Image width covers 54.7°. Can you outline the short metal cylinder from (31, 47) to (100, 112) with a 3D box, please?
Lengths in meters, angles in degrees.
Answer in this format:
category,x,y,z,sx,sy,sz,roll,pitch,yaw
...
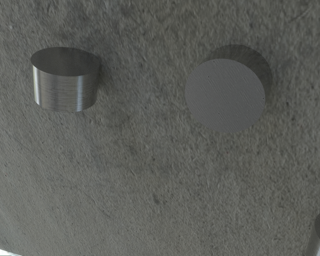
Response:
category,x,y,z,sx,sy,sz,roll,pitch,yaw
short metal cylinder,-0.119,-0.063,0.393,0.080,0.080,0.050,23,127,14

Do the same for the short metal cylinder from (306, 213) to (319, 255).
category,x,y,z,sx,sy,sz,roll,pitch,yaw
short metal cylinder,0.211,0.136,0.344,0.080,0.080,0.050,11,123,22

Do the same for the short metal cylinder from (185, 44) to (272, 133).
category,x,y,z,sx,sy,sz,roll,pitch,yaw
short metal cylinder,0.073,-0.042,0.326,0.080,0.050,0.079,13,124,20
